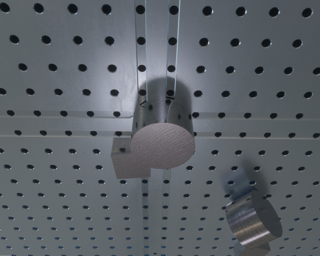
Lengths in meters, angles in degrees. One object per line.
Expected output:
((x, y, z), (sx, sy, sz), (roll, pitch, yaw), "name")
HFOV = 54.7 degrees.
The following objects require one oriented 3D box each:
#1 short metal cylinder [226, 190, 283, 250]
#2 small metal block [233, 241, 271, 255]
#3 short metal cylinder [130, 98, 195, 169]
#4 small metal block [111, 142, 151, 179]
((0.153, 0.148, 0.504), (0.080, 0.080, 0.050), (36, 121, -27), "short metal cylinder")
((0.183, 0.241, 0.619), (0.050, 0.025, 0.050), (15, 129, -13), "small metal block")
((0.003, 0.008, 0.402), (0.081, 0.050, 0.079), (0, 130, 0), "short metal cylinder")
((-0.041, 0.047, 0.452), (0.050, 0.025, 0.050), (-4, 130, 3), "small metal block")
